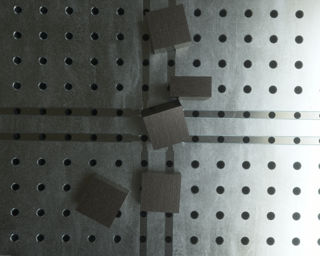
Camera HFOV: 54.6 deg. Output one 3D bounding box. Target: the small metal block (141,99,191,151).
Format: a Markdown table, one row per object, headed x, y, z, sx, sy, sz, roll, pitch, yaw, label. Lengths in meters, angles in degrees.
| x | y | z | sx | sy | sz | roll | pitch | yaw | label |
| --- | --- | --- | --- | --- | --- | --- | --- | --- | --- |
| 0.008 | -0.004 | 0.404 | 0.050 | 0.025 | 0.050 | -17 | 116 | 0 | small metal block |

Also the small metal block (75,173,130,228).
| x | y | z | sx | sy | sz | roll | pitch | yaw | label |
| --- | --- | --- | --- | --- | --- | --- | --- | --- | --- |
| -0.076 | 0.096 | 0.413 | 0.050 | 0.025 | 0.050 | 28 | 90 | 0 | small metal block |

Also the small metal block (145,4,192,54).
| x | y | z | sx | sy | sz | roll | pitch | yaw | label |
| --- | --- | --- | --- | --- | --- | --- | --- | --- | --- |
| 0.011 | -0.131 | 0.413 | 0.050 | 0.025 | 0.050 | -13 | 90 | 0 | small metal block |

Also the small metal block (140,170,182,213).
| x | y | z | sx | sy | sz | roll | pitch | yaw | label |
| --- | --- | --- | --- | --- | --- | --- | --- | --- | --- |
| 0.001 | 0.084 | 0.413 | 0.050 | 0.025 | 0.050 | 4 | 90 | 0 | small metal block |

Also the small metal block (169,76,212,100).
| x | y | z | sx | sy | sz | roll | pitch | yaw | label |
| --- | --- | --- | --- | --- | --- | --- | --- | --- | --- |
| 0.038 | -0.050 | 0.401 | 0.050 | 0.050 | 0.025 | 0 | 90 | 0 | small metal block |
